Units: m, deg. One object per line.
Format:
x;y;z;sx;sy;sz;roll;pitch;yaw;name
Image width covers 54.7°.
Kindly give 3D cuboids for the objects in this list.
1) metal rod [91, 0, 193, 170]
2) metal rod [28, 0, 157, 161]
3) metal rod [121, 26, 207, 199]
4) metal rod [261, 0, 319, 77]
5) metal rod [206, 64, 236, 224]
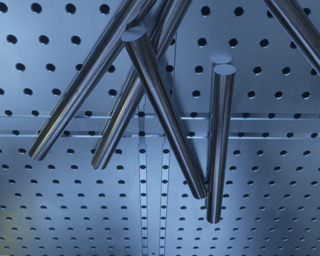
-0.026;-0.052;0.366;0.025;0.025;0.298;19;127;-16;metal rod
-0.085;-0.056;0.362;0.025;0.025;0.299;29;124;-23;metal rod
0.020;0.008;0.398;0.025;0.025;0.299;-14;135;11;metal rod
0.136;-0.112;0.318;0.301;0.025;0.025;37;121;-28;metal rod
0.084;0.046;0.451;0.025;0.025;0.298;-3;130;2;metal rod
